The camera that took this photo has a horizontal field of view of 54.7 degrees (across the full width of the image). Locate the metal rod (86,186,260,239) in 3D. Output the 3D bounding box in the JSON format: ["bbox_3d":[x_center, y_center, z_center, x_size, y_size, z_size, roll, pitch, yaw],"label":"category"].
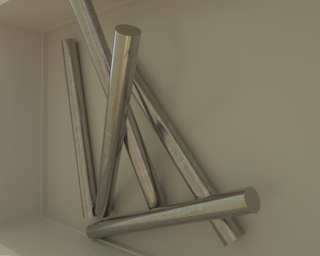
[{"bbox_3d":[-0.010,0.116,0.393,0.299,0.025,0.025,-27,73,43],"label":"metal rod"}]

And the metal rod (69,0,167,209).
[{"bbox_3d":[-0.054,-0.037,0.393,0.025,0.025,0.298,-14,99,39],"label":"metal rod"}]

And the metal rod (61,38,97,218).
[{"bbox_3d":[-0.134,-0.004,0.517,0.025,0.025,0.298,-15,80,39],"label":"metal rod"}]

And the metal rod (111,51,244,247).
[{"bbox_3d":[0.009,0.007,0.399,0.025,0.025,0.299,-46,62,30],"label":"metal rod"}]

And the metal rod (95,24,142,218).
[{"bbox_3d":[-0.059,0.018,0.387,0.025,0.025,0.298,44,138,31],"label":"metal rod"}]
